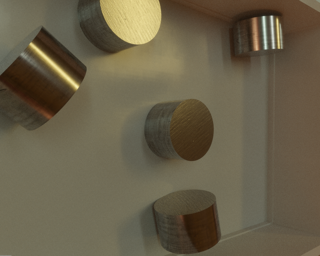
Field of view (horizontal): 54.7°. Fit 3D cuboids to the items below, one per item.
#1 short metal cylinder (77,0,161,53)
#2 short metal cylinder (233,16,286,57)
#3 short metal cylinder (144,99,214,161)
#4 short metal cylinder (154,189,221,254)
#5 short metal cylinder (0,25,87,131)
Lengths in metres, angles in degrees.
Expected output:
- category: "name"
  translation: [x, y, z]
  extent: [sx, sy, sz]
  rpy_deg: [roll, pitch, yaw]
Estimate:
- category: "short metal cylinder"
  translation: [-0.046, -0.131, 0.353]
  extent: [0.081, 0.050, 0.079]
  rpy_deg: [0, 90, -40]
- category: "short metal cylinder"
  translation: [0.162, -0.148, 0.509]
  extent: [0.081, 0.080, 0.050]
  rpy_deg: [-9, 96, -40]
- category: "short metal cylinder"
  translation: [0.026, 0.002, 0.415]
  extent: [0.081, 0.050, 0.079]
  rpy_deg: [0, 90, -40]
- category: "short metal cylinder"
  translation: [0.036, 0.119, 0.404]
  extent: [0.081, 0.080, 0.050]
  rpy_deg: [-16, 101, -39]
- category: "short metal cylinder"
  translation: [-0.113, -0.044, 0.277]
  extent: [0.050, 0.080, 0.080]
  rpy_deg: [44, 63, -32]
